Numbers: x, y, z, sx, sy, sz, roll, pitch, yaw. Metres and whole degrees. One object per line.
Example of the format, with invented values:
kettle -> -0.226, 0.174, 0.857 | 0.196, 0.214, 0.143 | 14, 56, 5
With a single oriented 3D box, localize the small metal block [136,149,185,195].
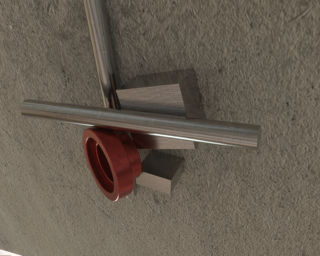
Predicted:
small metal block -> 0.001, 0.059, 0.425 | 0.050, 0.050, 0.025 | 14, 124, 20

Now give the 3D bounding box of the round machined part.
round machined part -> -0.059, 0.040, 0.400 | 0.098, 0.042, 0.097 | 36, 137, 43

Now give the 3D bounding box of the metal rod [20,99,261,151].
metal rod -> -0.041, -0.009, 0.357 | 0.301, 0.025, 0.025 | 8, 122, 24

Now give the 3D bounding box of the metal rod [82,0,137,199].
metal rod -> -0.063, -0.025, 0.422 | 0.025, 0.025, 0.298 | 8, 122, 24

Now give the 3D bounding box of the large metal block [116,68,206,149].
large metal block -> 0.005, -0.022, 0.374 | 0.080, 0.050, 0.080 | -2, 118, 29
